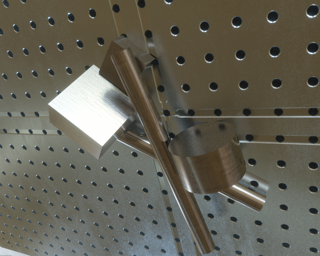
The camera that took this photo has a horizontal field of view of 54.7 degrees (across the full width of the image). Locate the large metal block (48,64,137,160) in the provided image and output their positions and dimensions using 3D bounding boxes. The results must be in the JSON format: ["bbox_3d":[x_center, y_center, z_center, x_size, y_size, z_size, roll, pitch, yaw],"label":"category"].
[{"bbox_3d":[-0.082,-0.020,0.398,0.080,0.080,0.050,38,151,3],"label":"large metal block"}]

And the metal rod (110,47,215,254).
[{"bbox_3d":[0.011,0.043,0.398,0.025,0.025,0.299,-11,113,33],"label":"metal rod"}]

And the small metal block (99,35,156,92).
[{"bbox_3d":[-0.042,-0.078,0.385,0.050,0.025,0.050,37,129,3],"label":"small metal block"}]

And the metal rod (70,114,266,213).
[{"bbox_3d":[0.000,0.034,0.432,0.301,0.025,0.025,26,128,11],"label":"metal rod"}]

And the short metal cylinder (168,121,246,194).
[{"bbox_3d":[0.056,0.033,0.367,0.080,0.080,0.050,-7,115,31],"label":"short metal cylinder"}]
